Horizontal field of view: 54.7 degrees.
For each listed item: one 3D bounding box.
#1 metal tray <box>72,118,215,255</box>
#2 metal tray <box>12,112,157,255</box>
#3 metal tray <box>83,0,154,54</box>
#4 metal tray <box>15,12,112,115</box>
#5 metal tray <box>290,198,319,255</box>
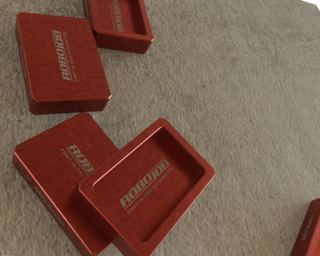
[{"bbox_3d":[-0.011,0.057,0.321,0.090,0.030,0.131,46,51,4],"label":"metal tray"},{"bbox_3d":[-0.077,0.055,0.326,0.091,0.030,0.130,-35,81,-39],"label":"metal tray"},{"bbox_3d":[-0.067,-0.178,0.473,0.091,0.030,0.130,1,61,-28],"label":"metal tray"},{"bbox_3d":[-0.122,-0.082,0.386,0.091,0.030,0.130,-6,65,-31],"label":"metal tray"},{"bbox_3d":[0.237,0.169,0.427,0.090,0.030,0.131,45,51,3],"label":"metal tray"}]
